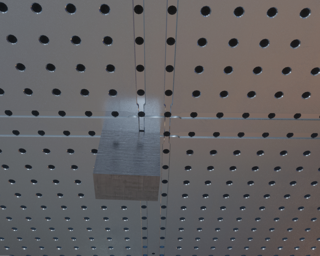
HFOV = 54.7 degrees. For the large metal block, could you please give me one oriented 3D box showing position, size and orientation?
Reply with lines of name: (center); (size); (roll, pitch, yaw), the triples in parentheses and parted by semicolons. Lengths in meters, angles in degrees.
large metal block: (-0.042, 0.049, 0.417); (0.081, 0.080, 0.050); (3, 130, -3)
